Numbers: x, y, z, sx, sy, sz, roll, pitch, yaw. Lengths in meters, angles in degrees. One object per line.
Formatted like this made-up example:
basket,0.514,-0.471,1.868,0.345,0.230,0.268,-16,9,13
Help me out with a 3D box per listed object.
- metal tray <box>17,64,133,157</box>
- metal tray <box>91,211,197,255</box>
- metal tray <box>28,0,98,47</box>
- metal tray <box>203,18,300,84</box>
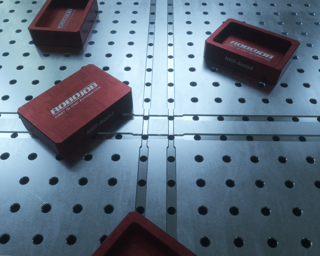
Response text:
metal tray,-0.113,-0.030,0.429,0.090,0.030,0.131,33,57,25
metal tray,-0.003,0.148,0.279,0.130,0.030,0.090,30,56,23
metal tray,-0.174,-0.203,0.574,0.090,0.030,0.130,5,50,4
metal tray,0.151,-0.131,0.515,0.130,0.030,0.090,28,55,21
